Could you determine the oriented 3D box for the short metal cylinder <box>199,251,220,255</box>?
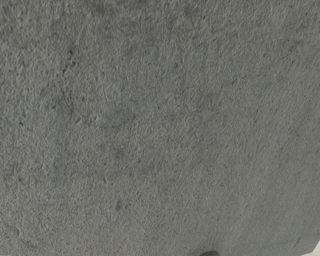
[{"bbox_3d":[0.101,0.299,0.631,0.081,0.050,0.079,-14,124,-21],"label":"short metal cylinder"}]
